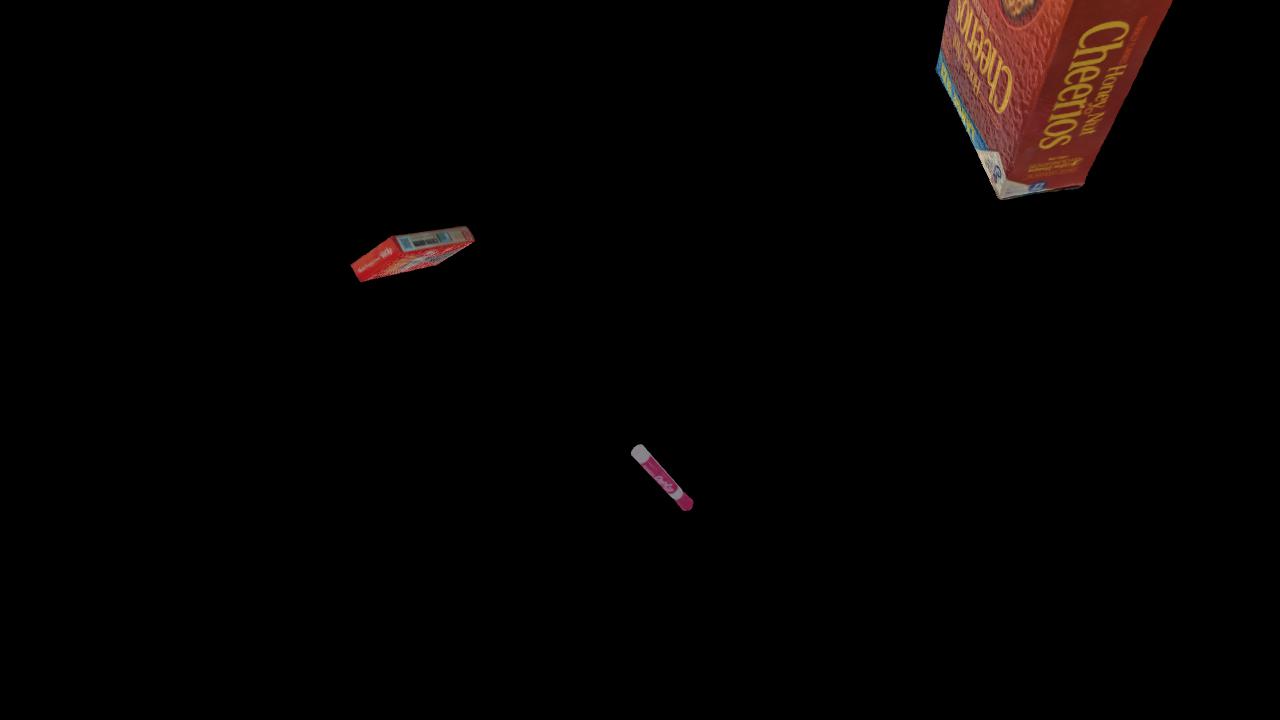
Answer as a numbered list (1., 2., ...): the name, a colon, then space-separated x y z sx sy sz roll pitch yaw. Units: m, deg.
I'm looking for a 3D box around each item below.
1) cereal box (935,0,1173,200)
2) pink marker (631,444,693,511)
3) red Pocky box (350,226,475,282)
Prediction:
1. cereal box: 0.311 -0.303 0.462 0.081 0.203 0.306 -7 -33 9
2. pink marker: 0.031 0.150 0.771 0.020 0.020 0.121 0 -44 52
3. red Pocky box: -0.298 -0.143 0.818 0.083 0.028 0.155 -23 7 26
